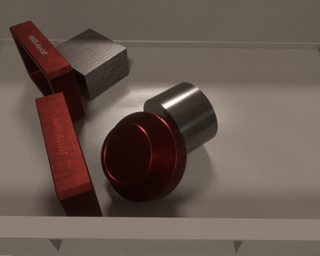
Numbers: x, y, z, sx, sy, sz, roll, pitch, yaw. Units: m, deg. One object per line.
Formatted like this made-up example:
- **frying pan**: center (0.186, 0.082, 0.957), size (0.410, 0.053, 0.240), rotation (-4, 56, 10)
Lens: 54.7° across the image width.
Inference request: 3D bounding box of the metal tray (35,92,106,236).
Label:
- **metal tray**: center (-0.096, 0.036, 0.331), size (0.030, 0.089, 0.130), rotation (-18, 52, -14)

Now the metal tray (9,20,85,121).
- **metal tray**: center (-0.154, -0.076, 0.424), size (0.030, 0.089, 0.130), rotation (-30, 57, -23)

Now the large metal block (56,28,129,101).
- **large metal block**: center (-0.106, -0.098, 0.470), size (0.080, 0.050, 0.080), rotation (33, 57, 24)

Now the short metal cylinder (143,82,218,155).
- **short metal cylinder**: center (0.024, -0.009, 0.378), size (0.050, 0.080, 0.080), rotation (-30, 57, -23)

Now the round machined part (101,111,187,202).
- **round machined part**: center (-0.024, 0.030, 0.332), size (0.098, 0.042, 0.097), rotation (-6, 80, 33)
